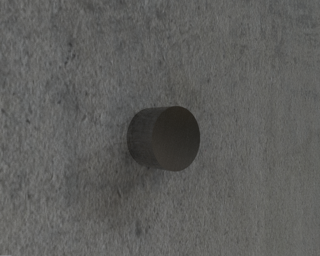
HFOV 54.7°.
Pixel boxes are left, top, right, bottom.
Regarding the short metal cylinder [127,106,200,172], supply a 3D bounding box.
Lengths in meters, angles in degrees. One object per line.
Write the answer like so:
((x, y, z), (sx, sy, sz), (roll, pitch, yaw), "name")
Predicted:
((0.005, 0.013, 0.395), (0.081, 0.050, 0.079), (0, 90, -40), "short metal cylinder")
